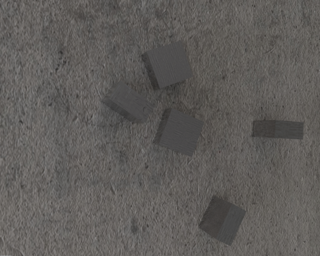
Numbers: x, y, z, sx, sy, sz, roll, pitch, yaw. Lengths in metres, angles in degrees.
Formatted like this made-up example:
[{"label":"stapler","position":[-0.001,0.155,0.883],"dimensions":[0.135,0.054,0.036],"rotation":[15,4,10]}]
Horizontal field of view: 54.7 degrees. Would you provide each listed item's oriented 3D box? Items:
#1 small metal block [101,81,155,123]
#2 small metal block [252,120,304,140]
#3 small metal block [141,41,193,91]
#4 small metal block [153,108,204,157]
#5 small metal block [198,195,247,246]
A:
[{"label":"small metal block","position":[-0.040,-0.030,0.381],"dimensions":[0.050,0.050,0.025],"rotation":[35,79,-17]},{"label":"small metal block","position":[0.174,0.003,0.460],"dimensions":[0.050,0.050,0.025],"rotation":[3,89,-20]},{"label":"small metal block","position":[0.009,-0.083,0.412],"dimensions":[0.050,0.025,0.050],"rotation":[-22,98,-19]},{"label":"small metal block","position":[0.025,0.006,0.418],"dimensions":[0.050,0.025,0.050],"rotation":[23,82,-19]},{"label":"small metal block","position":[0.085,0.126,0.427],"dimensions":[0.025,0.050,0.050],"rotation":[31,80,-18]}]
